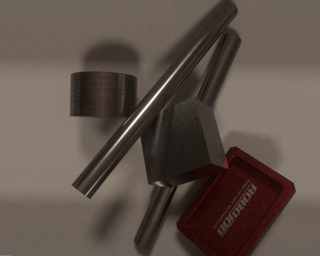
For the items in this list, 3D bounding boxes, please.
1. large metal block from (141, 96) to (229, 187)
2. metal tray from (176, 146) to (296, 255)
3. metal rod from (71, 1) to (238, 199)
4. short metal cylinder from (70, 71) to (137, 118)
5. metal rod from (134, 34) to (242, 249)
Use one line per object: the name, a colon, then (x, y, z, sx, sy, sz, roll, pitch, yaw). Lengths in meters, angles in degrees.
large metal block: (0.026, 0.020, 0.371, 0.080, 0.050, 0.080, -23, 64, 26)
metal tray: (0.094, 0.100, 0.388, 0.090, 0.030, 0.130, 35, 89, 31)
metal rod: (0.005, -0.046, 0.371, 0.025, 0.025, 0.300, 38, 73, 0)
short metal cylinder: (-0.069, -0.038, 0.383, 0.081, 0.080, 0.050, 1, 90, -1)
metal rod: (0.037, 0.017, 0.411, 0.025, 0.025, 0.299, 24, 90, -1)
